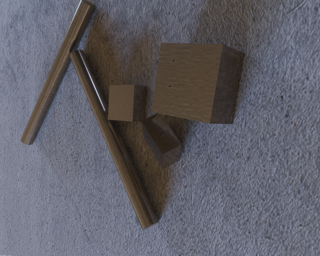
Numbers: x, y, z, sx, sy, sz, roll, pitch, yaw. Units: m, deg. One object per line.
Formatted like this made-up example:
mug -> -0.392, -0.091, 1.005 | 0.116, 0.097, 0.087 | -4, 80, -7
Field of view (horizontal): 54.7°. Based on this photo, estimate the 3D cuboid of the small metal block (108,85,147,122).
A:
small metal block -> -0.047, -0.035, 0.441 | 0.050, 0.025, 0.050 | 5, 93, 39

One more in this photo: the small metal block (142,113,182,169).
small metal block -> 0.002, 0.017, 0.384 | 0.050, 0.025, 0.050 | 57, 166, 24

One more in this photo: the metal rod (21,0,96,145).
metal rod -> -0.190, -0.087, 0.558 | 0.025, 0.025, 0.298 | 48, 118, 29

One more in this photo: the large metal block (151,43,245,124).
large metal block -> 0.042, -0.051, 0.353 | 0.080, 0.050, 0.079 | 14, 99, 39

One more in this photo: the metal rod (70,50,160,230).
metal rod -> -0.075, 0.004, 0.463 | 0.025, 0.025, 0.299 | -40, 66, 32
